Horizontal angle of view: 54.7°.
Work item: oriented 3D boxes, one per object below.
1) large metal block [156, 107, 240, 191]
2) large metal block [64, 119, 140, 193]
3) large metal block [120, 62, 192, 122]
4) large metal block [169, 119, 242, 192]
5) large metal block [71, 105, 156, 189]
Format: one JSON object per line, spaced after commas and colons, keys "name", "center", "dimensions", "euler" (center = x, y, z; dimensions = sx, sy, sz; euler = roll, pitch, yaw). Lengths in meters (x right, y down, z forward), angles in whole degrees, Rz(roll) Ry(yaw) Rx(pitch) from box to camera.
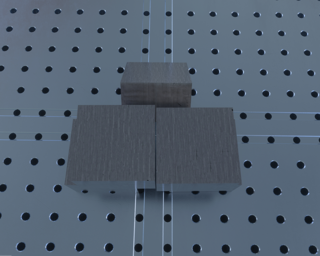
{"name": "large metal block", "center": [0.036, 0.024, 0.335], "dimensions": [0.081, 0.050, 0.080], "euler": [0, 70, -1]}
{"name": "large metal block", "center": [-0.066, 0.036, 0.385], "dimensions": [0.081, 0.050, 0.080], "euler": [1, 70, 0]}
{"name": "large metal block", "center": [-0.004, -0.048, 0.394], "dimensions": [0.081, 0.050, 0.080], "euler": [0, 28, -1]}
{"name": "large metal block", "center": [0.051, 0.036, 0.385], "dimensions": [0.081, 0.050, 0.080], "euler": [-1, 70, -1]}
{"name": "large metal block", "center": [-0.045, 0.022, 0.334], "dimensions": [0.081, 0.050, 0.080], "euler": [0, 70, -1]}
